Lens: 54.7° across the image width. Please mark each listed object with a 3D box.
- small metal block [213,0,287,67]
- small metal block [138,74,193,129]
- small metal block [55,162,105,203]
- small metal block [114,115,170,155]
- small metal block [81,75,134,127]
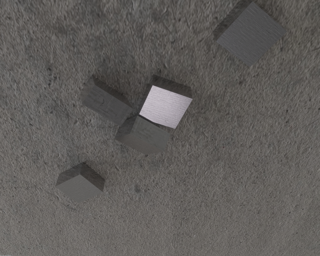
[{"bbox_3d":[0.092,-0.101,0.322,0.050,0.025,0.050,29,124,-23],"label":"small metal block"},{"bbox_3d":[0.006,-0.032,0.380,0.050,0.025,0.050,17,128,-15],"label":"small metal block"},{"bbox_3d":[-0.122,0.085,0.478,0.050,0.025,0.050,-27,125,21],"label":"small metal block"},{"bbox_3d":[-0.024,0.011,0.401,0.050,0.025,0.050,29,157,-23],"label":"small metal block"},{"bbox_3d":[-0.063,-0.032,0.359,0.050,0.050,0.025,32,100,-25],"label":"small metal block"}]
